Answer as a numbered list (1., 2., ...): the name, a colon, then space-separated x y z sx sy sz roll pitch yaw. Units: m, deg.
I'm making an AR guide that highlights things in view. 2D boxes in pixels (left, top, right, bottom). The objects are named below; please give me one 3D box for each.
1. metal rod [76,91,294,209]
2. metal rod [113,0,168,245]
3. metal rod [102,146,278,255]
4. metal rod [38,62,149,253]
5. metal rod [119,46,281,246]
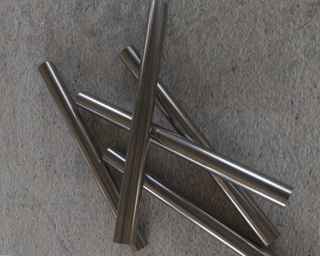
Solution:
1. metal rod: 0.010 0.015 0.383 0.300 0.025 0.025 25 98 26
2. metal rod: -0.021 -0.018 0.376 0.025 0.025 0.299 3 76 20
3. metal rod: 0.050 0.111 0.390 0.300 0.025 0.025 31 100 17
4. metal rod: -0.099 0.034 0.443 0.025 0.025 0.299 -33 80 17
5. metal rod: 0.043 0.013 0.393 0.025 0.025 0.299 -40 78 15
